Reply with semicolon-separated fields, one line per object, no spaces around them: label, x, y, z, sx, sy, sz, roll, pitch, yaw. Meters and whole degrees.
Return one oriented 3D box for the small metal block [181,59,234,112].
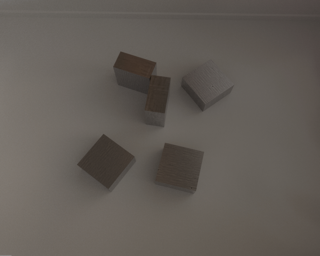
small metal block;0.065;-0.060;0.432;0.050;0.025;0.050;-34;74;-12

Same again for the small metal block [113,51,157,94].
small metal block;-0.032;-0.073;0.423;0.050;0.050;0.025;19;71;7

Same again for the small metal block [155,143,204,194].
small metal block;0.025;0.051;0.391;0.050;0.025;0.050;13;71;4

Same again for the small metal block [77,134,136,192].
small metal block;-0.067;0.044;0.393;0.050;0.025;0.050;35;74;12

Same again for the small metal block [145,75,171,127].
small metal block;-0.003;-0.034;0.409;0.025;0.050;0.050;8;70;3
